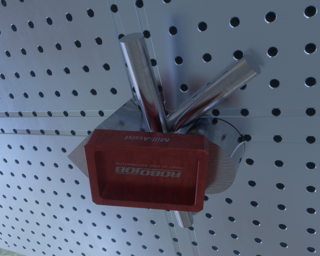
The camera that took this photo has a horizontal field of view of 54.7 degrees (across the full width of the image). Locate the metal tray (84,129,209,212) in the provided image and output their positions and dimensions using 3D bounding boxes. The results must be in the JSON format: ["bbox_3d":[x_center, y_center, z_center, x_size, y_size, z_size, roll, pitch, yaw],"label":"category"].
[{"bbox_3d":[-0.014,0.050,0.353,0.131,0.030,0.089,3,122,5],"label":"metal tray"}]

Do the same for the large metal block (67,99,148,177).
[{"bbox_3d":[-0.065,0.018,0.418,0.050,0.080,0.080,47,129,-5],"label":"large metal block"}]

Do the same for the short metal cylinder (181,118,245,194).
[{"bbox_3d":[0.059,0.034,0.383,0.080,0.050,0.079,13,124,20],"label":"short metal cylinder"}]

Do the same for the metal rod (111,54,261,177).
[{"bbox_3d":[0.004,0.006,0.412,0.025,0.025,0.299,47,129,-6],"label":"metal rod"}]

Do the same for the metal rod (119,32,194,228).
[{"bbox_3d":[0.006,0.027,0.394,0.025,0.025,0.298,4,130,26],"label":"metal rod"}]
